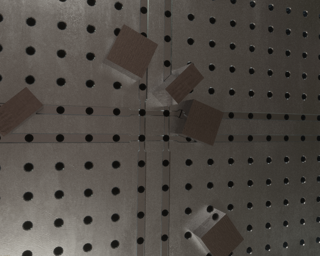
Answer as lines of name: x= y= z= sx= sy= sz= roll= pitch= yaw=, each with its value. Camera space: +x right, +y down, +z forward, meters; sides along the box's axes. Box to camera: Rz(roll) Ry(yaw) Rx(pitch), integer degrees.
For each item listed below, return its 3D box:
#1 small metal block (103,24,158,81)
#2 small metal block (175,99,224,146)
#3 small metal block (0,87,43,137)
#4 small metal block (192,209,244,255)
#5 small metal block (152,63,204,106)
small metal block: x=-0.038 y=-0.096 z=0.399 sx=0.050 sy=0.025 sz=0.050 roll=27 pitch=81 yaw=-19
small metal block: x=0.055 y=-0.007 z=0.434 sx=0.050 sy=0.025 sz=0.050 roll=22 pitch=83 yaw=-19
small metal block: x=-0.158 y=-0.017 z=0.341 sx=0.050 sy=0.050 sz=0.025 roll=-43 pitch=104 yaw=-15
small metal block: x=0.084 y=0.156 z=0.445 sx=0.050 sy=0.025 sz=0.050 roll=-38 pitch=103 yaw=-16
small metal block: x=0.023 y=-0.056 z=0.409 sx=0.050 sy=0.050 sz=0.025 roll=-45 pitch=105 yaw=-14
